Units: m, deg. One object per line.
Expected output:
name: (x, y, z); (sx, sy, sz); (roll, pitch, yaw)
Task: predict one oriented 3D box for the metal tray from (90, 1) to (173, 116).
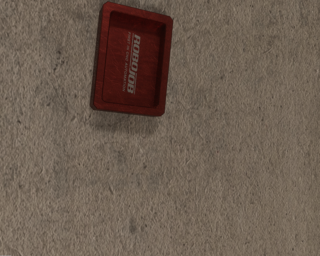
metal tray: (-0.036, -0.083, 0.393); (0.091, 0.030, 0.129); (6, 88, -20)
